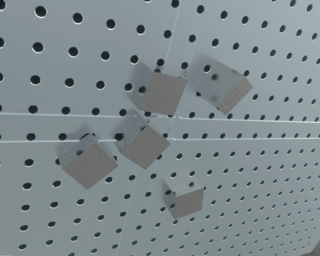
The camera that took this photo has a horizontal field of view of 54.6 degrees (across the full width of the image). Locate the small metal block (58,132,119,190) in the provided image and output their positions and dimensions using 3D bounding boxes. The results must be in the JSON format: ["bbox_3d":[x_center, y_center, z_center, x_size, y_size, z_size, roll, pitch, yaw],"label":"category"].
[{"bbox_3d":[-0.089,0.042,0.388,0.050,0.025,0.050,-38,129,-3],"label":"small metal block"}]

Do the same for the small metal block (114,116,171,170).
[{"bbox_3d":[-0.022,0.020,0.411,0.050,0.025,0.050,-46,129,4],"label":"small metal block"}]

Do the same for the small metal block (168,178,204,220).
[{"bbox_3d":[0.042,0.115,0.504,0.050,0.025,0.050,-13,124,-21],"label":"small metal block"}]

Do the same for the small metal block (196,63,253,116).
[{"bbox_3d":[0.084,-0.052,0.408,0.050,0.050,0.025,-47,129,4],"label":"small metal block"}]

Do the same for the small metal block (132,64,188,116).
[{"bbox_3d":[-0.001,-0.046,0.382,0.050,0.025,0.050,7,115,-32],"label":"small metal block"}]
